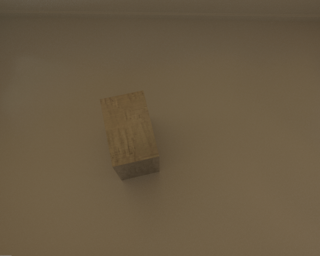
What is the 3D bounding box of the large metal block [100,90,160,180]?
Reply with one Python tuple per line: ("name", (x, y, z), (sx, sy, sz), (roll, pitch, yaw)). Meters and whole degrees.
("large metal block", (-0.034, 0.012, 0.376), (0.050, 0.080, 0.080), (-12, 71, -4))
